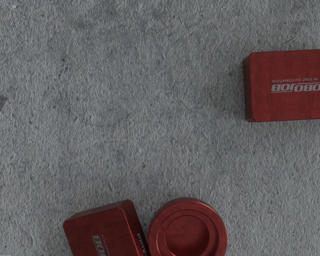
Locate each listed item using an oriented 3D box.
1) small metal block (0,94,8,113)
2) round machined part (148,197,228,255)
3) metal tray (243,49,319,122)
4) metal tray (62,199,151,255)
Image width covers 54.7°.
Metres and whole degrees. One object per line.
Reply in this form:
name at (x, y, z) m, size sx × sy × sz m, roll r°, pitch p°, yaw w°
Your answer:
small metal block at (-0.234, -0.041, 0.394) m, size 0.050 × 0.050 × 0.025 m, roll 26°, pitch 90°, yaw -1°
round machined part at (0.034, 0.138, 0.402) m, size 0.099 × 0.042 × 0.097 m, roll 0°, pitch 90°, yaw -1°
metal tray at (0.181, -0.055, 0.410) m, size 0.131 × 0.030 × 0.089 m, roll -3°, pitch 90°, yaw -1°
metal tray at (-0.059, 0.165, 0.393) m, size 0.090 × 0.030 × 0.129 m, roll -19°, pitch 90°, yaw 18°
